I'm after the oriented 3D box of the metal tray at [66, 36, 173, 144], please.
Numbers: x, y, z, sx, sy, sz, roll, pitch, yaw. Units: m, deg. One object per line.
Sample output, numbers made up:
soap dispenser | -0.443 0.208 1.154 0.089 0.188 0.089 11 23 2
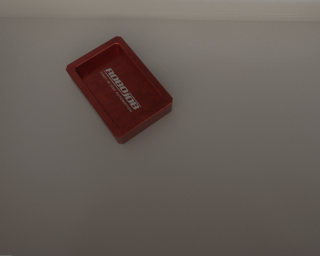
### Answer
metal tray | -0.055 -0.054 0.426 0.090 0.030 0.130 -35 74 -12
